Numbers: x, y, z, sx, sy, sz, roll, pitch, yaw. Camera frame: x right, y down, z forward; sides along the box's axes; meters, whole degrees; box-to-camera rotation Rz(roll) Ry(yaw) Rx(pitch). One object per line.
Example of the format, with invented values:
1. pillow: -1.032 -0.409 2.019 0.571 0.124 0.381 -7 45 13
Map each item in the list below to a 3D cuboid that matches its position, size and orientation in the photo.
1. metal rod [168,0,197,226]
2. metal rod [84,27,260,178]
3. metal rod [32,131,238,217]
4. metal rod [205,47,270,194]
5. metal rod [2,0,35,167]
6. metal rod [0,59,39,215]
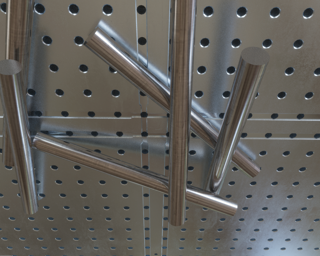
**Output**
1. metal rod: 0.024 0.001 0.374 0.025 0.025 0.298 0 119 0
2. metal rod: 0.033 -0.017 0.397 0.025 0.025 0.301 -37 121 27
3. metal rod: -0.030 0.069 0.444 0.301 0.025 0.025 20 128 -8
4. metal rod: 0.083 0.026 0.392 0.025 0.025 0.299 0 143 0
5. metal rod: -0.165 -0.061 0.357 0.025 0.025 0.298 15 129 -12
6. metal rod: -0.185 0.037 0.417 0.025 0.025 0.298 10 137 -8
